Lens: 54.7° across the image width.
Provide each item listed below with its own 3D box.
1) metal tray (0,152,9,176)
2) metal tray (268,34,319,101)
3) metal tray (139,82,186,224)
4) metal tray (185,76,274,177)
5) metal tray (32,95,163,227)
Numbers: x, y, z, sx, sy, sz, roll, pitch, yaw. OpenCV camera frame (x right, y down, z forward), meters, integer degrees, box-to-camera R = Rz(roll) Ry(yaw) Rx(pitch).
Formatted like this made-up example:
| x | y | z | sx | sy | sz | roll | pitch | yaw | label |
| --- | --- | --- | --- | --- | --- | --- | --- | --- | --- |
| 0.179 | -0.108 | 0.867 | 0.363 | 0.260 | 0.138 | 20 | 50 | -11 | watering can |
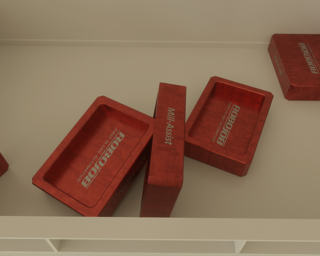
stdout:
| x | y | z | sx | sy | sz | roll | pitch | yaw | label |
| --- | --- | --- | --- | --- | --- | --- | --- | --- | --- |
| -0.229 | 0.056 | 0.312 | 0.030 | 0.089 | 0.130 | 26 | 54 | 20 | metal tray |
| 0.231 | -0.099 | 0.488 | 0.091 | 0.030 | 0.130 | 1 | 50 | 0 | metal tray |
| 0.004 | 0.025 | 0.339 | 0.030 | 0.089 | 0.130 | 9 | 50 | -4 | metal tray |
| 0.089 | -0.008 | 0.409 | 0.090 | 0.030 | 0.130 | 20 | 53 | 15 | metal tray |
| -0.067 | 0.032 | 0.354 | 0.090 | 0.030 | 0.130 | 25 | 66 | 21 | metal tray |
